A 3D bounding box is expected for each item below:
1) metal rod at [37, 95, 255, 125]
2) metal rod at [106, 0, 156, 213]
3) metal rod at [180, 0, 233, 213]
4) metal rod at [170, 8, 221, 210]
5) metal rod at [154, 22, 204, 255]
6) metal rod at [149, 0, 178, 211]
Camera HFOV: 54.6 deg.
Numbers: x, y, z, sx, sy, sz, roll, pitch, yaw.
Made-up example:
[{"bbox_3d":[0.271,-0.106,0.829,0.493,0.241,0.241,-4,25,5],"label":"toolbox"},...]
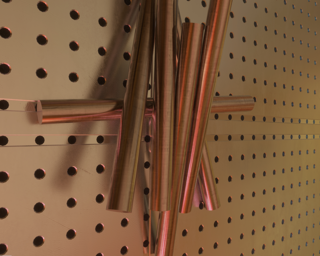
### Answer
[{"bbox_3d":[0.007,-0.026,0.390,0.302,0.025,0.025,-5,93,-33],"label":"metal rod"},{"bbox_3d":[-0.024,-0.059,0.350,0.025,0.025,0.299,23,64,-38],"label":"metal rod"},{"bbox_3d":[0.052,-0.026,0.386,0.025,0.025,0.298,-9,116,-40],"label":"metal rod"},{"bbox_3d":[0.046,-0.022,0.446,0.025,0.025,0.298,-22,104,-38],"label":"metal rod"},{"bbox_3d":[0.021,0.027,0.382,0.025,0.025,0.298,-3,106,-40],"label":"metal rod"},{"bbox_3d":[0.005,-0.057,0.358,0.025,0.025,0.298,4,86,-40],"label":"metal rod"}]
